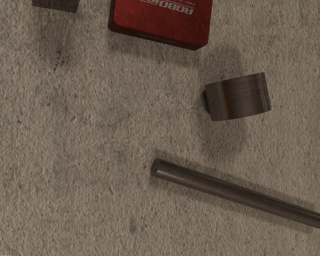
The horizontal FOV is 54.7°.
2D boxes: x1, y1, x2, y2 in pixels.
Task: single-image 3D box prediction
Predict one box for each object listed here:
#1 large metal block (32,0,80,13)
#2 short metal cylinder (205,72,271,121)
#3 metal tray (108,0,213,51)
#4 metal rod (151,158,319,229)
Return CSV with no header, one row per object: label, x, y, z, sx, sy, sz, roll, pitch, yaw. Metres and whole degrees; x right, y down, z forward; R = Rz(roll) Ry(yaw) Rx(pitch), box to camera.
large metal block,-0.112,-0.183,0.338,0.050,0.080,0.079,2,90,-20
short metal cylinder,0.105,-0.042,0.420,0.081,0.080,0.050,-14,95,-20
metal tray,0.003,-0.161,0.408,0.131,0.030,0.089,8,88,-20
metal rod,0.127,0.102,0.457,0.302,0.025,0.025,21,83,-19
